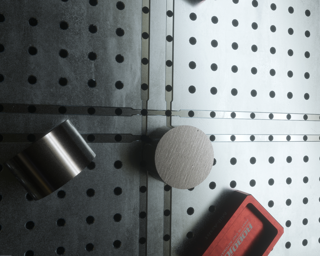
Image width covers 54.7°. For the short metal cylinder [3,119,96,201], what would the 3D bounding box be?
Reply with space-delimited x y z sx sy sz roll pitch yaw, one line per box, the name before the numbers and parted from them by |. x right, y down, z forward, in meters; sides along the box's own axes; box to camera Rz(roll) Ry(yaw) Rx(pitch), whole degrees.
short metal cylinder | -0.119 0.033 0.340 0.080 0.080 0.050 -38 102 -16

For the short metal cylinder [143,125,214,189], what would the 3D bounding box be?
short metal cylinder | 0.023 0.036 0.408 0.081 0.050 0.079 0 90 -20

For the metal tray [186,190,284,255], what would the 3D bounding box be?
metal tray | 0.111 0.169 0.450 0.090 0.030 0.130 46 76 -15
